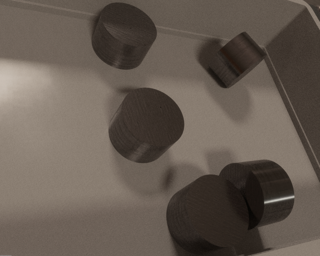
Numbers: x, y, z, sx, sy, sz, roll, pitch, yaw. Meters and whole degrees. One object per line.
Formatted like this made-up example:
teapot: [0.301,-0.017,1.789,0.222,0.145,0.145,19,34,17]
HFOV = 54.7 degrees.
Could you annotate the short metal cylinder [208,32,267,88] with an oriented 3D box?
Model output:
short metal cylinder: [0.126,-0.110,0.508,0.081,0.080,0.050,-34,81,-38]

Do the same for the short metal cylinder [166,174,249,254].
short metal cylinder: [0.054,0.100,0.359,0.081,0.050,0.080,14,56,-21]

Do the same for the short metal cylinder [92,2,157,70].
short metal cylinder: [-0.052,-0.131,0.443,0.081,0.050,0.080,14,56,-21]

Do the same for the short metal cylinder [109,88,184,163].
short metal cylinder: [-0.017,-0.003,0.383,0.081,0.050,0.080,14,56,-21]

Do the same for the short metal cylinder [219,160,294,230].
short metal cylinder: [0.116,0.081,0.386,0.050,0.080,0.080,-2,63,-30]
